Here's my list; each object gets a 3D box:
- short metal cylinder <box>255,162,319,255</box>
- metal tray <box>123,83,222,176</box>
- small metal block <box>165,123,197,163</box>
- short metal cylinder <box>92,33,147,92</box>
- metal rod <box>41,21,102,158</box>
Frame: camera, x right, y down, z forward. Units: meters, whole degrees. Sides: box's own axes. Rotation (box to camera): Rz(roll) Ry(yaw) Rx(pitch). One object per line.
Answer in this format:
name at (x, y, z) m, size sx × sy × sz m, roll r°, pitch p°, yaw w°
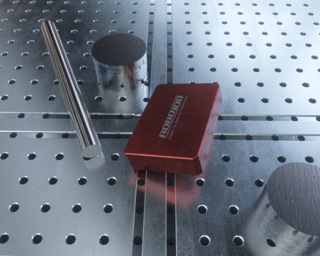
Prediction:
short metal cylinder at (0.146, 0.083, 0.322) m, size 0.081 × 0.050 × 0.080 m, roll 0°, pitch 50°, yaw 0°
metal tray at (0.021, -0.005, 0.390) m, size 0.090 × 0.030 × 0.130 m, roll 3°, pitch 46°, yaw 23°
small metal block at (0.029, 0.013, 0.397) m, size 0.050 × 0.025 × 0.050 m, roll -17°, pitch 52°, yaw -14°
short metal cylinder at (-0.060, -0.101, 0.476) m, size 0.081 × 0.050 × 0.080 m, roll 0°, pitch 50°, yaw 0°
metal rod at (-0.143, -0.077, 0.470) m, size 0.025 × 0.025 × 0.300 m, roll -18°, pitch 52°, yaw -15°
